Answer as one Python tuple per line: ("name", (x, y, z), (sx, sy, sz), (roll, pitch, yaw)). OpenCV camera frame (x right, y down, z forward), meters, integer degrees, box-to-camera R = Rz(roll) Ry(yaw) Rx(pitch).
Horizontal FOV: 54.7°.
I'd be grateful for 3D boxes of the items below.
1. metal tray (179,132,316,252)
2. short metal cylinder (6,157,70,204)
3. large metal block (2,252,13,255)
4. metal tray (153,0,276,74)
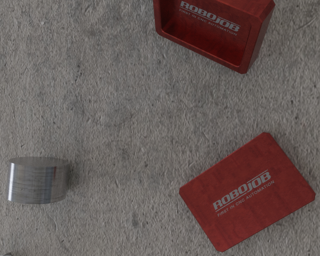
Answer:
("metal tray", (0.100, 0.076, 0.371), (0.130, 0.030, 0.090), (-37, 78, 16))
("short metal cylinder", (-0.173, 0.072, 0.441), (0.080, 0.080, 0.050), (7, 93, 20))
("large metal block", (-0.257, 0.260, 0.486), (0.080, 0.050, 0.080), (-45, 76, 14))
("metal tray", (0.054, -0.124, 0.354), (0.130, 0.090, 0.030), (30, 69, 17))
